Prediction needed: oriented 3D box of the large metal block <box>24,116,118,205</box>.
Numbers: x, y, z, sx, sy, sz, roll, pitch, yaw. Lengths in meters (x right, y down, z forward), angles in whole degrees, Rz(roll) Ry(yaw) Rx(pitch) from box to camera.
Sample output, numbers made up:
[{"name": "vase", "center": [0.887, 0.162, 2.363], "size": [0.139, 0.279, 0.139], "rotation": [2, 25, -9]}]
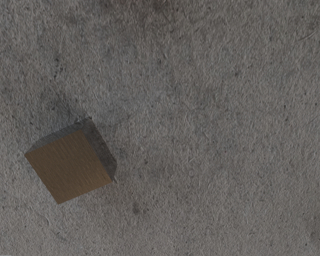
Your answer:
[{"name": "large metal block", "center": [-0.114, 0.042, 0.411], "size": [0.080, 0.050, 0.080], "rotation": [-24, 109, 8]}]
